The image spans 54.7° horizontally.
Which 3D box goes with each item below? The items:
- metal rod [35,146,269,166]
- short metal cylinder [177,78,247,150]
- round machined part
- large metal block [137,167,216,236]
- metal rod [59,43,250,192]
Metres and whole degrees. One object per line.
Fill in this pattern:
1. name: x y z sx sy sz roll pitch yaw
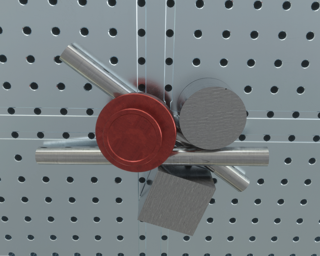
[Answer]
1. metal rod: -0.015 0.037 0.407 0.302 0.025 0.025 0 110 7
2. short metal cylinder: 0.063 -0.019 0.393 0.081 0.050 0.079 0 110 -1
3. round machined part: -0.030 0.007 0.371 0.099 0.042 0.097 1 102 5
4. large metal block: 0.021 0.093 0.432 0.080 0.050 0.079 19 109 -7
5. metal rod: 0.002 -0.006 0.411 0.301 0.025 0.025 37 106 -13
